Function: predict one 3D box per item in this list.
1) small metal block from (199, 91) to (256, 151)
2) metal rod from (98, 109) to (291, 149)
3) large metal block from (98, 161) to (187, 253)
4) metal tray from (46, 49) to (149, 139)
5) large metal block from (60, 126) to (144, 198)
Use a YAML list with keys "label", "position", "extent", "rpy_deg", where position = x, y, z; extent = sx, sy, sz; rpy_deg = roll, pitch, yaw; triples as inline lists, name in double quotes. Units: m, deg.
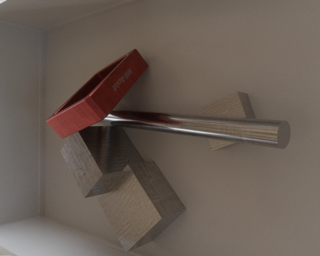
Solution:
- label: "small metal block"
  position: [0.077, -0.007, 0.342]
  extent: [0.050, 0.025, 0.050]
  rpy_deg: [-25, 75, 37]
- label: "metal rod"
  position: [0.005, -0.007, 0.376]
  extent: [0.300, 0.025, 0.025]
  rpy_deg: [7, 95, 46]
- label: "large metal block"
  position: [-0.026, 0.102, 0.410]
  extent: [0.080, 0.050, 0.080]
  rpy_deg: [-50, 61, 28]
- label: "metal tray"
  position: [-0.079, -0.048, 0.407]
  extent: [0.090, 0.130, 0.030]
  rpy_deg: [-21, 116, 37]
- label: "large metal block"
  position: [-0.078, 0.043, 0.432]
  extent: [0.050, 0.081, 0.080]
  rpy_deg: [-51, 60, 29]
